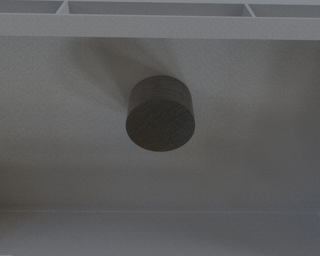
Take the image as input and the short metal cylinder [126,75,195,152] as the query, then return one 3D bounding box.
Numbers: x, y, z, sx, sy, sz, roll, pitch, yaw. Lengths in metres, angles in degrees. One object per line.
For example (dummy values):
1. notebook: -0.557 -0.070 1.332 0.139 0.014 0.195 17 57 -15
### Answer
1. short metal cylinder: 0.001 -0.017 0.378 0.080 0.050 0.080 0 130 0
